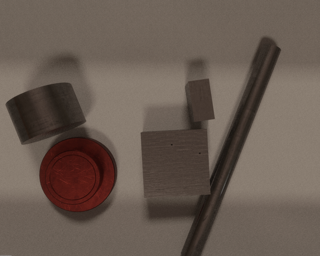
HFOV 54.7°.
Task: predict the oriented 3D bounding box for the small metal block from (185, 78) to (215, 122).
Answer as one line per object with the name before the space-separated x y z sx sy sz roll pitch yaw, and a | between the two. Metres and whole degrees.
small metal block | 0.050 -0.034 0.400 0.025 0.050 0.050 -8 90 0

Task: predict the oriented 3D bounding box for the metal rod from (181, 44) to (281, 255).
metal rod | 0.094 0.032 0.412 0.025 0.025 0.299 21 90 -1

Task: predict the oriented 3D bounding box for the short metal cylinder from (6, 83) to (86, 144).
short metal cylinder | -0.139 -0.017 0.382 0.080 0.080 0.050 -22 90 0

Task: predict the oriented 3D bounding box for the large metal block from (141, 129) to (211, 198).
large metal block | 0.019 0.043 0.399 0.081 0.050 0.079 -3 90 -1

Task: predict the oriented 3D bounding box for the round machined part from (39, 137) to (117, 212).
round machined part | -0.107 0.061 0.402 0.099 0.042 0.097 0 90 -1
